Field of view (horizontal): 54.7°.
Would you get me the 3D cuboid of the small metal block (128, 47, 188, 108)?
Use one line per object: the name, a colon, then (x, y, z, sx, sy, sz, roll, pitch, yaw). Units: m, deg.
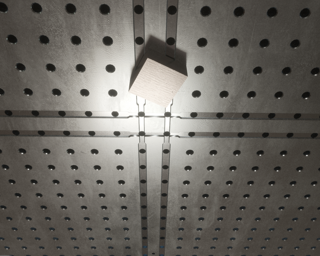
small metal block: (-0.003, -0.058, 0.363, 0.050, 0.025, 0.050, 22, 127, -18)
